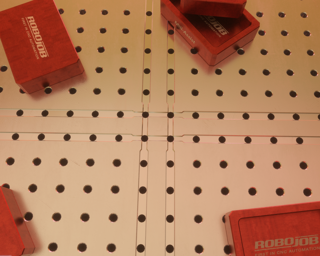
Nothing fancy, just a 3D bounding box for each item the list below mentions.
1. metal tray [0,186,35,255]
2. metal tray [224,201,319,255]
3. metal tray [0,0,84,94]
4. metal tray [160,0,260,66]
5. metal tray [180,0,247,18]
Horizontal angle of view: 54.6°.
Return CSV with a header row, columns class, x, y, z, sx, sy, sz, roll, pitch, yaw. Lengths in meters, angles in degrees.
class,x,y,z,sx,sy,sz,roll,pitch,yaw
metal tray,-0.227,0.136,0.358,0.131,0.030,0.090,-28,73,-10
metal tray,0.148,0.136,0.359,0.131,0.030,0.090,-6,70,-2
metal tray,-0.178,-0.124,0.454,0.090,0.030,0.130,-24,72,-9
metal tray,0.073,-0.168,0.470,0.090,0.030,0.130,-35,74,-12
metal tray,0.081,-0.229,0.460,0.090,0.030,0.130,6,70,2
